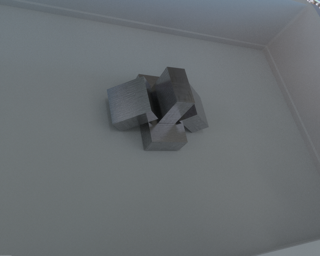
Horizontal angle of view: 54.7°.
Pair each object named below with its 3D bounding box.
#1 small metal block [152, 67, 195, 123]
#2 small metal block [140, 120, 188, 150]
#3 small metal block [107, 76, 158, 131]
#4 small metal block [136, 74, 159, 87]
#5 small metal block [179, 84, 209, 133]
[{"bbox_3d":[0.014,-0.040,0.386,0.025,0.050,0.050,1,61,-29],"label":"small metal block"},{"bbox_3d":[0.003,0.001,0.404,0.050,0.025,0.050,2,61,-27],"label":"small metal block"},{"bbox_3d":[-0.035,-0.030,0.385,0.050,0.025,0.050,-18,65,11],"label":"small metal block"},{"bbox_3d":[-0.007,-0.044,0.425,0.050,0.025,0.050,3,61,-28],"label":"small metal block"},{"bbox_3d":[0.042,-0.027,0.427,0.050,0.025,0.050,37,37,-58],"label":"small metal block"}]
